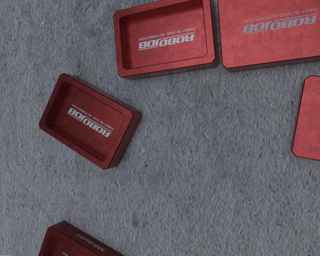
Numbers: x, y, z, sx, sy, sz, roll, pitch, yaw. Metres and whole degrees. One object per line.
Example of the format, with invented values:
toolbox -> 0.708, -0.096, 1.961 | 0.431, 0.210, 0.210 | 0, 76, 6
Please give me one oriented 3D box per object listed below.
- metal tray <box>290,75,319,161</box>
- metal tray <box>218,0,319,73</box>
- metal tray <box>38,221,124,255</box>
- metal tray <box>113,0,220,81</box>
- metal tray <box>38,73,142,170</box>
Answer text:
metal tray -> 0.216, -0.003, 0.330 | 0.130, 0.030, 0.089 | 10, 93, 19
metal tray -> 0.137, -0.118, 0.358 | 0.130, 0.030, 0.089 | -4, 89, 19
metal tray -> -0.114, 0.205, 0.446 | 0.130, 0.030, 0.089 | 23, 97, 18
metal tray -> 0.007, -0.116, 0.403 | 0.130, 0.030, 0.089 | -5, 88, 19
metal tray -> -0.101, -0.011, 0.441 | 0.130, 0.030, 0.090 | 29, 99, 17
